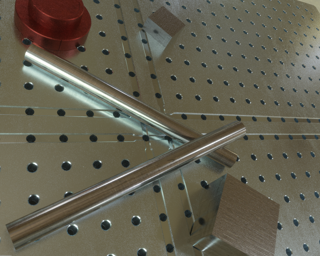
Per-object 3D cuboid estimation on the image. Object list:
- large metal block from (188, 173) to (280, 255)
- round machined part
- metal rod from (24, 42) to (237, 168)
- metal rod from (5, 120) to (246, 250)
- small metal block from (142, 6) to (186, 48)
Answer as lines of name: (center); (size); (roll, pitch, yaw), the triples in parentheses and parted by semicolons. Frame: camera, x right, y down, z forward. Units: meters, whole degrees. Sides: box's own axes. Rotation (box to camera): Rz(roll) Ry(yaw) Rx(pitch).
large metal block: (0.091, 0.115, 0.373); (0.080, 0.050, 0.080); (31, 51, -8)
round machined part: (-0.141, -0.156, 0.417); (0.099, 0.042, 0.098); (14, 56, -21)
metal rod: (-0.029, -0.024, 0.408); (0.301, 0.025, 0.025); (28, 52, -11)
metal rod: (-0.012, 0.050, 0.353); (0.302, 0.025, 0.025); (-22, 74, -30)
small metal block: (0.007, -0.169, 0.517); (0.050, 0.025, 0.050); (40, 51, -2)
